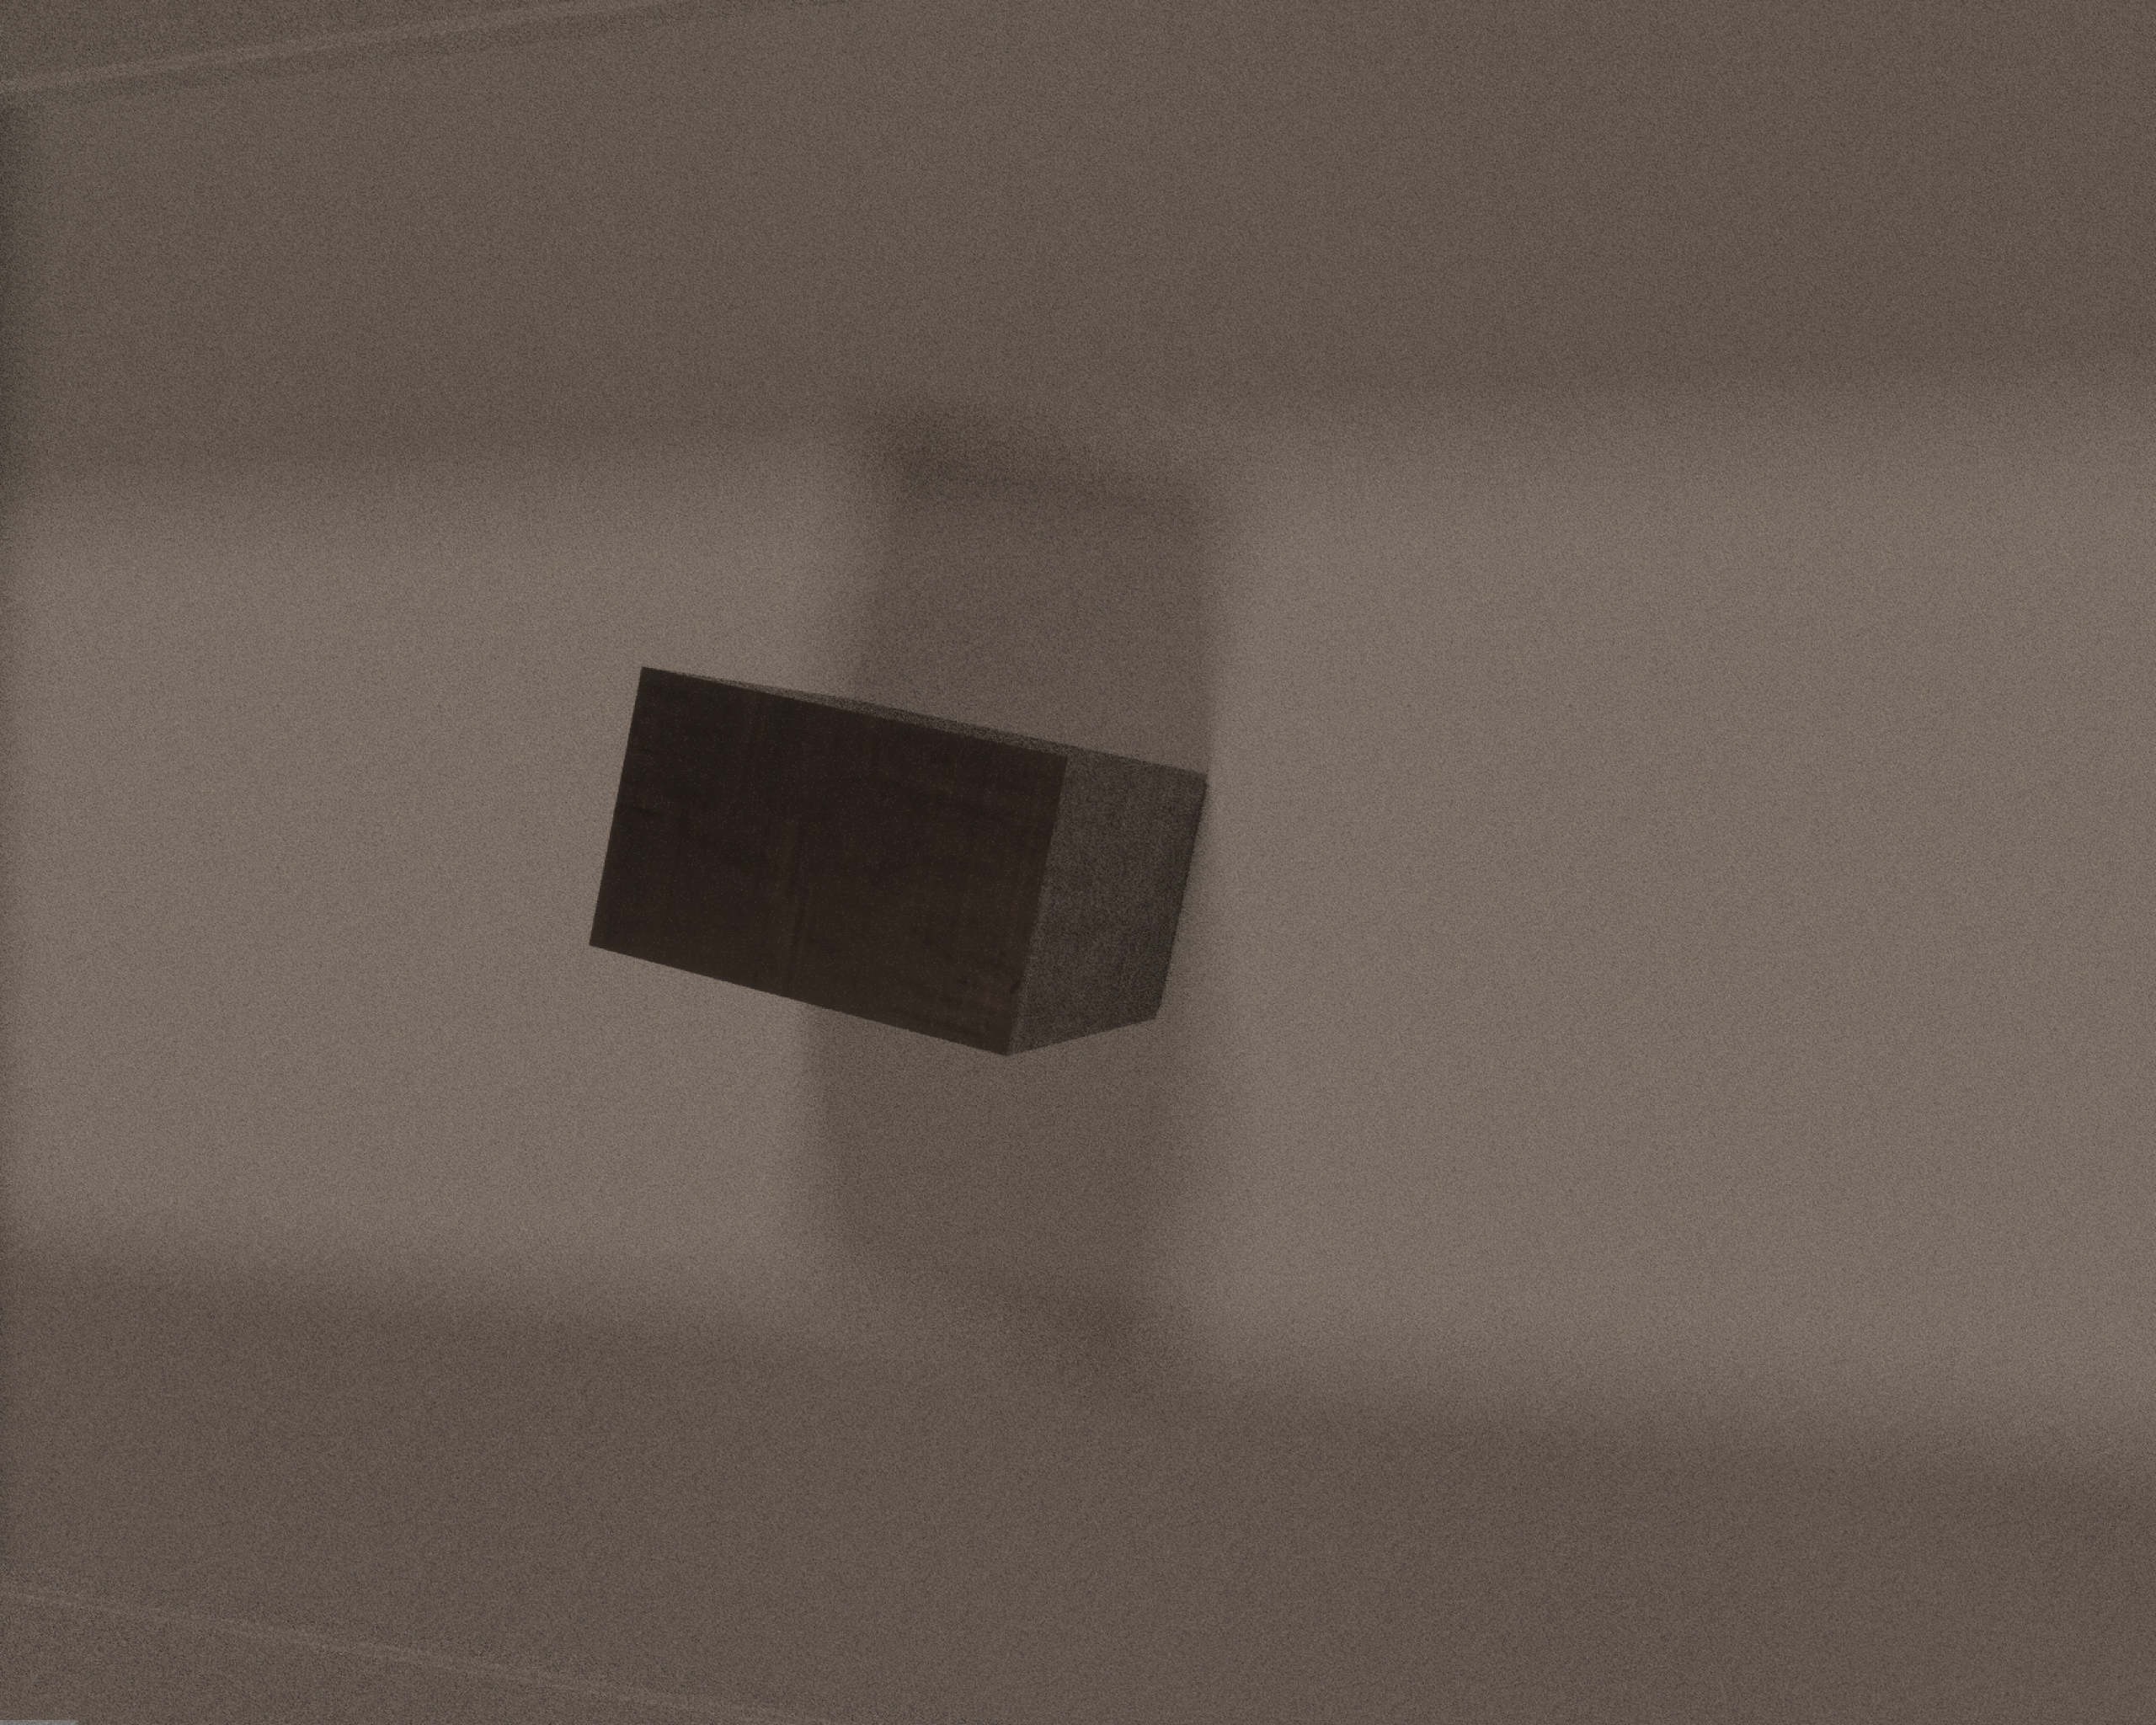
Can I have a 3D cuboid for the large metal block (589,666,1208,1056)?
[{"bbox_3d":[-0.030,-0.001,0.388,0.080,0.080,0.050,13,95,19],"label":"large metal block"}]
